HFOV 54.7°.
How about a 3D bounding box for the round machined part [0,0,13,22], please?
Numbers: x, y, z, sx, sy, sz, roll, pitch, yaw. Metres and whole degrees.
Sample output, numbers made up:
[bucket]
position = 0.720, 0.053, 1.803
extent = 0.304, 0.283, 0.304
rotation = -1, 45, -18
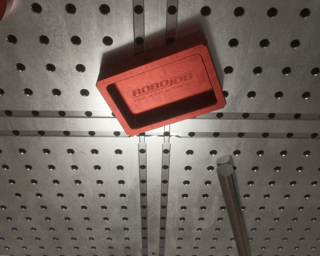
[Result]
[round machined part]
position = -0.194, -0.132, 0.285
extent = 0.099, 0.042, 0.097
rotation = -1, 130, 0

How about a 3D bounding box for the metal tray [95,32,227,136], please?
[metal tray]
position = 0.003, -0.047, 0.368
extent = 0.130, 0.030, 0.090
rotation = -17, 129, 13

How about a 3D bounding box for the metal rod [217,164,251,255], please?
[metal rod]
position = 0.140, 0.172, 0.560
extent = 0.025, 0.025, 0.299
rotation = -13, 129, 10
